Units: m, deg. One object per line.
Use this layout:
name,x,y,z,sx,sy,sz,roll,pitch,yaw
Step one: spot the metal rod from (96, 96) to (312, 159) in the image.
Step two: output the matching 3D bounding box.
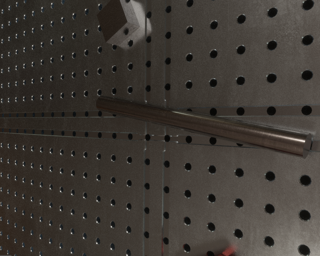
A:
metal rod,0.025,-0.010,0.386,0.300,0.025,0.025,14,99,38

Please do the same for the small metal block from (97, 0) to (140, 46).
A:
small metal block,-0.062,-0.159,0.459,0.050,0.025,0.050,-30,71,35
